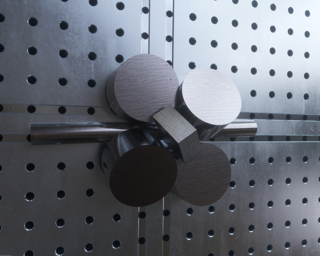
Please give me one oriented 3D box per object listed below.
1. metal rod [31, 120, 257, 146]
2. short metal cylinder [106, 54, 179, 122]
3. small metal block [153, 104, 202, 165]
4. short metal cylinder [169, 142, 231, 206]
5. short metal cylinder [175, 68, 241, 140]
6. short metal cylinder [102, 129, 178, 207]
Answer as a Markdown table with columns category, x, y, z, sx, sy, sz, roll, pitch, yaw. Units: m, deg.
| category | x | y | z | sx | sy | sz | roll | pitch | yaw |
| --- | --- | --- | --- | --- | --- | --- | --- | --- | --- |
| metal rod | -0.006 | 0.004 | 0.406 | 0.303 | 0.025 | 0.025 | -2 | 91 | -20 |
| short metal cylinder | -0.023 | -0.047 | 0.387 | 0.081 | 0.050 | 0.079 | 0 | 90 | -20 |
| small metal block | 0.021 | 0.008 | 0.365 | 0.025 | 0.050 | 0.050 | -36 | 144 | -11 |
| short metal cylinder | 0.046 | 0.058 | 0.413 | 0.081 | 0.050 | 0.079 | 0 | 90 | -20 |
| short metal cylinder | 0.057 | -0.030 | 0.403 | 0.081 | 0.050 | 0.080 | 8 | 64 | -16 |
| short metal cylinder | -0.026 | 0.047 | 0.373 | 0.081 | 0.050 | 0.079 | -8 | 113 | -18 |
